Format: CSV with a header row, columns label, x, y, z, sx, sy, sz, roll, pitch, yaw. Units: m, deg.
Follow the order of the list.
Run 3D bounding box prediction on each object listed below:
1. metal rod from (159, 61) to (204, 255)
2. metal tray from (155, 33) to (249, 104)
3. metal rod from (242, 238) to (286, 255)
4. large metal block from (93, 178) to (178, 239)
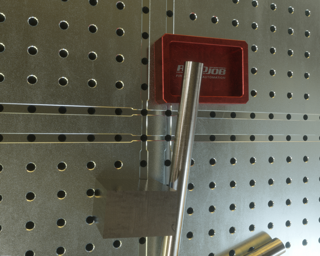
label,x,y,z,sx,sy,sz,roll,pitch,yaw
metal rod,0.025,0.066,0.402,0.025,0.025,0.298,5,96,-20
metal tray,0.060,-0.078,0.431,0.131,0.030,0.089,-1,91,-20
metal rod,0.051,0.229,0.431,0.302,0.025,0.025,-19,97,-19
large metal block,-0.033,0.092,0.371,0.081,0.080,0.050,5,89,-20
